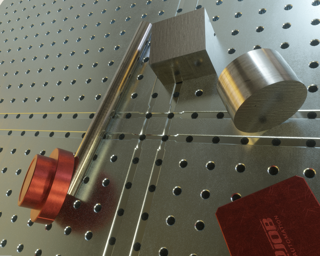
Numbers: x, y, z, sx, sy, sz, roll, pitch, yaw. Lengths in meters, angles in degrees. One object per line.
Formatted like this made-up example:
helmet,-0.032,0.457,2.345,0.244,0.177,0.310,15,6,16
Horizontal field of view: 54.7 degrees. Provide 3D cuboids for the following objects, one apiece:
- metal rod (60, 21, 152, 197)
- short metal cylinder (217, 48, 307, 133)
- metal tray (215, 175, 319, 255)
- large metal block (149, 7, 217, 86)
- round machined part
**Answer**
metal rod,-0.074,-0.042,0.470,0.025,0.025,0.300,8,66,31
short metal cylinder,0.109,-0.039,0.339,0.080,0.080,0.050,-27,53,11
metal tray,0.115,0.118,0.272,0.090,0.030,0.130,-26,53,11
large metal block,0.034,-0.116,0.444,0.080,0.050,0.080,-10,57,22
round machined part,-0.151,0.072,0.401,0.098,0.042,0.098,-42,36,42
